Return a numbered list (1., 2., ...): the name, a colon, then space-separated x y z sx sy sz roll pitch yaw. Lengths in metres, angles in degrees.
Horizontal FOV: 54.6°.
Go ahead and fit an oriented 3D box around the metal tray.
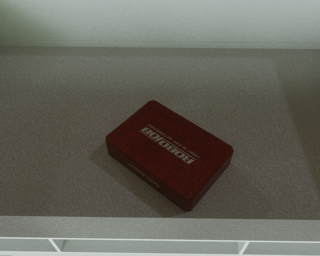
1. metal tray: 0.010 0.028 0.379 0.130 0.030 0.090 33 57 24
